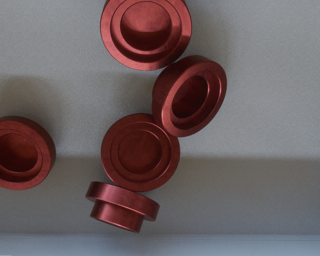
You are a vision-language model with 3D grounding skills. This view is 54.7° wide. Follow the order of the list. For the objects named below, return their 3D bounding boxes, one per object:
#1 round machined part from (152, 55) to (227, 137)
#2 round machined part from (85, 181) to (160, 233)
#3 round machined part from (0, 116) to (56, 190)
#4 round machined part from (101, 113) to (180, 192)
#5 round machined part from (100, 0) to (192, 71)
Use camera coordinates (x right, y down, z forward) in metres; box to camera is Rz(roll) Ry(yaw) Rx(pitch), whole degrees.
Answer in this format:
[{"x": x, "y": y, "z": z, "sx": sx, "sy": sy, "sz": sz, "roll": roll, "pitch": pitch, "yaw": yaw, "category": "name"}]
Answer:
[{"x": 0.030, "y": -0.041, "z": 0.371, "sx": 0.099, "sy": 0.042, "sz": 0.097, "roll": -24, "pitch": 133, "yaw": -28, "category": "round machined part"}, {"x": -0.053, "y": 0.109, "z": 0.411, "sx": 0.099, "sy": 0.098, "sz": 0.042, "roll": 22, "pitch": 68, "yaw": -9, "category": "round machined part"}, {"x": -0.187, "y": 0.030, "z": 0.411, "sx": 0.099, "sy": 0.042, "sz": 0.097, "roll": 0, "pitch": 110, "yaw": -1, "category": "round machined part"}, {"x": -0.027, "y": 0.030, "z": 0.401, "sx": 0.099, "sy": 0.042, "sz": 0.097, "roll": 0, "pitch": 90, "yaw": -12, "category": "round machined part"}, {"x": -0.016, "y": -0.117, "z": 0.348, "sx": 0.099, "sy": 0.042, "sz": 0.097, "roll": -2, "pitch": 130, "yaw": -2, "category": "round machined part"}]
